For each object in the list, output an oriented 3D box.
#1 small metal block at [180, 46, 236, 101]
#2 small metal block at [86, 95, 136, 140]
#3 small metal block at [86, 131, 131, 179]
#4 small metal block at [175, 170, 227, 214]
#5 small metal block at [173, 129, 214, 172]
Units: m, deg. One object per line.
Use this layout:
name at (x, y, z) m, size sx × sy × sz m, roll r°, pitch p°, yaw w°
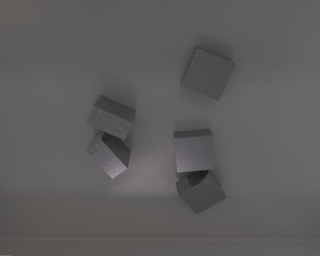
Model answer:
small metal block at (0.059, -0.068, 0.387) m, size 0.050 × 0.025 × 0.050 m, roll 20°, pitch 109°, yaw -8°
small metal block at (-0.060, -0.014, 0.392) m, size 0.050 × 0.050 × 0.025 m, roll 24°, pitch 108°, yaw -9°
small metal block at (-0.066, 0.031, 0.409) m, size 0.025 × 0.050 × 0.050 m, roll -36°, pitch 106°, yaw 12°
small metal block at (0.058, 0.088, 0.438) m, size 0.050 × 0.025 × 0.050 m, roll -32°, pitch 121°, yaw 11°
small metal block at (0.046, 0.031, 0.423) m, size 0.050 × 0.025 × 0.050 m, roll -5°, pitch 110°, yaw 2°
